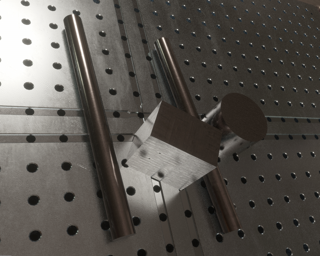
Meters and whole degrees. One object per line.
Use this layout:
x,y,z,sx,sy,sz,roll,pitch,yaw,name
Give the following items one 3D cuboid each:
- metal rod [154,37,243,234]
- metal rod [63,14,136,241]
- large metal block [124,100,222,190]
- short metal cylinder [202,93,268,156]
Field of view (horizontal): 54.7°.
0.046,-0.005,0.437,0.025,0.025,0.299,-4,64,-31,metal rod
-0.080,-0.018,0.377,0.025,0.025,0.299,-4,64,-30,metal rod
0.015,0.024,0.368,0.080,0.080,0.050,26,53,-12,large metal block
0.109,-0.005,0.456,0.081,0.050,0.080,14,56,-21,short metal cylinder
